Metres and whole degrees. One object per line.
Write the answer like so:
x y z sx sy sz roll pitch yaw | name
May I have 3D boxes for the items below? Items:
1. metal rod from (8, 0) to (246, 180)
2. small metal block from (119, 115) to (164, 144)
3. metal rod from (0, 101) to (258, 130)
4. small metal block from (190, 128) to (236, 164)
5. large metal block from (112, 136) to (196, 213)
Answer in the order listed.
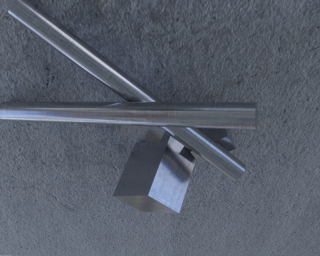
-0.023 -0.034 0.339 0.301 0.025 0.025 36 122 -14 | metal rod
-0.021 -0.012 0.380 0.050 0.050 0.025 14 129 -12 | small metal block
-0.053 -0.016 0.332 0.301 0.025 0.025 2 133 22 | metal rod
0.065 0.012 0.402 0.050 0.050 0.025 -25 126 19 | small metal block
-0.007 0.063 0.406 0.050 0.080 0.080 37 149 -27 | large metal block
